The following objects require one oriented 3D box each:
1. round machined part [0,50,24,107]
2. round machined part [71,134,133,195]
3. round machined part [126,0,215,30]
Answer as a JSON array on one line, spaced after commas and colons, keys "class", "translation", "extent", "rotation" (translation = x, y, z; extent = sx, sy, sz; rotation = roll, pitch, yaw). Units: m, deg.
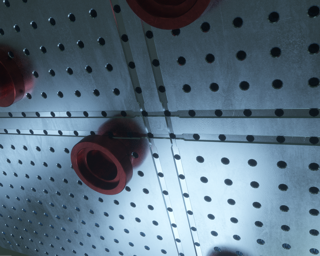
[{"class": "round machined part", "translation": [-0.272, -0.077, 0.497], "extent": [0.098, 0.042, 0.097], "rotation": [13, 124, 21]}, {"class": "round machined part", "translation": [-0.084, 0.052, 0.477], "extent": [0.098, 0.042, 0.097], "rotation": [13, 124, 21]}, {"class": "round machined part", "translation": [0.013, -0.150, 0.301], "extent": [0.098, 0.042, 0.097], "rotation": [13, 124, 21]}]
